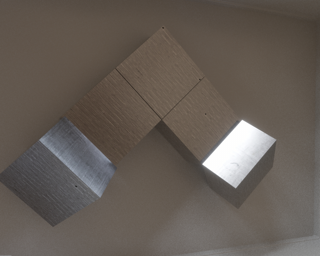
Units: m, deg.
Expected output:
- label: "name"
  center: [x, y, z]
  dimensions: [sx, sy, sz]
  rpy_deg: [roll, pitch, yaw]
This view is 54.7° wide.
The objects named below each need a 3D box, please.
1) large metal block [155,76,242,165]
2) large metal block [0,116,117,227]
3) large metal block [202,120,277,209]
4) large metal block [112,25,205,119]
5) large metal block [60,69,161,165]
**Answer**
- label: "large metal block"
  center: [0.047, -0.009, 0.413]
  dimensions: [0.080, 0.050, 0.080]
  rpy_deg: [-46, 104, -14]
- label: "large metal block"
  center: [-0.109, 0.048, 0.332]
  dimensions: [0.080, 0.050, 0.080]
  rpy_deg: [-35, 106, 27]
- label: "large metal block"
  center: [0.107, 0.050, 0.412]
  dimensions: [0.080, 0.050, 0.080]
  rpy_deg: [-46, 148, -14]
- label: "large metal block"
  center: [-0.005, -0.067, 0.393]
  dimensions: [0.080, 0.050, 0.080]
  rpy_deg: [-46, 104, -14]
- label: "large metal block"
  center: [-0.060, -0.011, 0.373]
  dimensions: [0.080, 0.050, 0.080]
  rpy_deg: [-46, 104, -14]
